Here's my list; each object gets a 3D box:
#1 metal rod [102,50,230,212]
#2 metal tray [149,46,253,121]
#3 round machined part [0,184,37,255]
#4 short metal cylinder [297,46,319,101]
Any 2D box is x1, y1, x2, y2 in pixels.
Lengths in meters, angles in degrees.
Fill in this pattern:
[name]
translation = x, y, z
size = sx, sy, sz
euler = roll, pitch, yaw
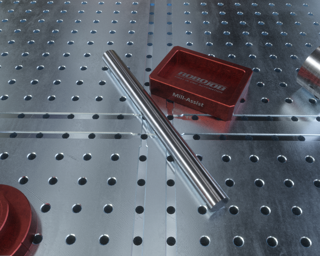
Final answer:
[metal rod]
translation = -0.008, -0.016, 0.420
size = 0.025, 0.025, 0.300
euler = -23, 54, -18
[metal tray]
translation = 0.061, -0.071, 0.463
size = 0.130, 0.030, 0.090
euler = 22, 53, 17
[round machined part]
translation = -0.181, 0.099, 0.312
size = 0.099, 0.042, 0.098
euler = 0, 50, 0
[short metal cylinder]
translation = 0.245, -0.079, 0.440
size = 0.081, 0.080, 0.050
euler = -24, 54, -19
